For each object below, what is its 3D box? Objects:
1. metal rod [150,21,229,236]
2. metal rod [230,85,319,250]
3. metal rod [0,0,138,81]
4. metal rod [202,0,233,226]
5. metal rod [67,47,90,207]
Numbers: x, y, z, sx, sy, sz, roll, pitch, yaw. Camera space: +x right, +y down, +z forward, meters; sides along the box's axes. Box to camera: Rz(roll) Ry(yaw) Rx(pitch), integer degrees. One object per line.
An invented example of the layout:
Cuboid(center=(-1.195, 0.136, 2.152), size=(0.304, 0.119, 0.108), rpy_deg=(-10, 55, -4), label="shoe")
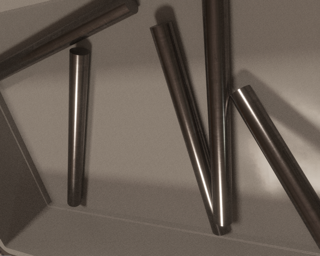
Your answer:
Cuboid(center=(0.045, 0.018, 0.394), size=(0.025, 0.025, 0.298), rpy_deg=(-5, 116, 30), label="metal rod")
Cuboid(center=(0.155, 0.089, 0.307), size=(0.025, 0.025, 0.299), rpy_deg=(-37, 74, 38), label="metal rod")
Cuboid(center=(-0.154, -0.109, 0.420), size=(0.300, 0.025, 0.025), rpy_deg=(-13, 112, 33), label="metal rod")
Cuboid(center=(0.067, -0.012, 0.352), size=(0.025, 0.025, 0.298), rpy_deg=(5, 117, 25), label="metal rod")
Cuboid(center=(-0.131, 0.019, 0.486), size=(0.025, 0.025, 0.298), rpy_deg=(23, 127, 14), label="metal rod")
